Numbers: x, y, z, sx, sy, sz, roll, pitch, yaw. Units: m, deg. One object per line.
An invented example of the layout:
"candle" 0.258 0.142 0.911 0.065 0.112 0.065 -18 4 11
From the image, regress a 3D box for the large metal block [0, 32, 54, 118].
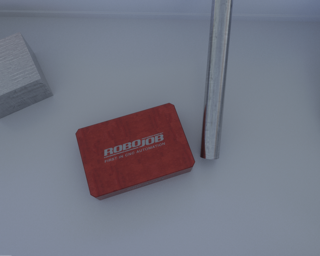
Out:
"large metal block" -0.205 -0.070 0.420 0.080 0.050 0.080 -26 72 -10

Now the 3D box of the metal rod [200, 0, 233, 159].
"metal rod" 0.073 -0.110 0.378 0.025 0.025 0.298 4 98 1

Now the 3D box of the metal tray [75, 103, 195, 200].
"metal tray" -0.032 0.029 0.396 0.131 0.030 0.090 -17 71 -7
